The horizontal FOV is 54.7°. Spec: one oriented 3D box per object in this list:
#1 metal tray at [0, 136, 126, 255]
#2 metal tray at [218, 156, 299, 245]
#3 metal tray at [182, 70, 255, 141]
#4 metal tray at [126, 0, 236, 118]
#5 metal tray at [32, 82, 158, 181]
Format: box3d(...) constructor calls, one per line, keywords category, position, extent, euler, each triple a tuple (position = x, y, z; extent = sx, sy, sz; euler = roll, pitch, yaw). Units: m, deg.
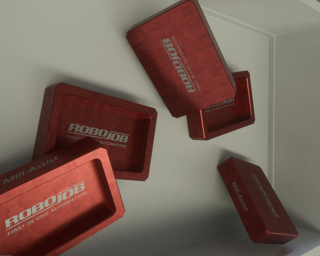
box3d(category="metal tray", position=(-0.104, 0.075, 0.289), extent=(0.131, 0.030, 0.089), euler=(-26, 122, -27))
box3d(category="metal tray", position=(0.151, 0.112, 0.483), extent=(0.091, 0.030, 0.130), euler=(20, 37, -38))
box3d(category="metal tray", position=(0.096, -0.038, 0.486), extent=(0.131, 0.030, 0.089), euler=(-16, 100, -39))
box3d(category="metal tray", position=(0.029, -0.083, 0.388), extent=(0.130, 0.090, 0.030), euler=(58, 25, -24))
box3d(category="metal tray", position=(-0.067, 0.009, 0.348), extent=(0.131, 0.030, 0.090), euler=(13, 82, -40))
